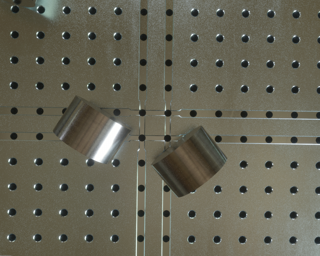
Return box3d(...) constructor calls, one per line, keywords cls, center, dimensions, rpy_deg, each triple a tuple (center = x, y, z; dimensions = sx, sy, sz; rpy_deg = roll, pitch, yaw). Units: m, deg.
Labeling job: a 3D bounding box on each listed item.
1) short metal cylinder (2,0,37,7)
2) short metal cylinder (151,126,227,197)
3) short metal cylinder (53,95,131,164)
box3d(cls="short metal cylinder", center=(-0.189, -0.192, 0.383), dimensions=(0.080, 0.080, 0.050), rpy_deg=(16, 90, -1))
box3d(cls="short metal cylinder", center=(0.036, 0.041, 0.386), dimensions=(0.080, 0.080, 0.050), rpy_deg=(-38, 91, 0))
box3d(cls="short metal cylinder", center=(-0.083, 0.002, 0.385), dimensions=(0.080, 0.080, 0.050), rpy_deg=(33, 90, -1))
